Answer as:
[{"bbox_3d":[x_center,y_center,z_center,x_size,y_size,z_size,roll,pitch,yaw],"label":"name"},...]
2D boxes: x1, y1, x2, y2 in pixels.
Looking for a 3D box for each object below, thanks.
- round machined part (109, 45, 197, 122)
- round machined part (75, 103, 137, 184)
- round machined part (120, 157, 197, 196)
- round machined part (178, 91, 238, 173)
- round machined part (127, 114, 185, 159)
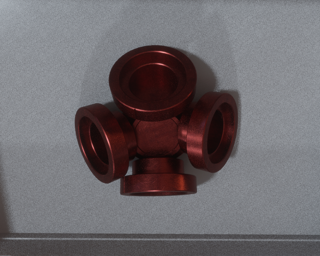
[{"bbox_3d":[-0.007,-0.047,0.363,0.099,0.098,0.042,-3,148,1],"label":"round machined part"},{"bbox_3d":[-0.065,0.016,0.386,0.042,0.098,0.097,-21,114,-33],"label":"round machined part"},{"bbox_3d":[-0.002,0.065,0.404,0.099,0.098,0.042,-1,74,0],"label":"round machined part"},{"bbox_3d":[0.057,0.003,0.383,0.042,0.099,0.097,12,115,34],"label":"round machined part"},{"bbox_3d":[-0.004,0.002,0.401,0.099,0.042,0.097,0,110,-1],"label":"round machined part"}]
